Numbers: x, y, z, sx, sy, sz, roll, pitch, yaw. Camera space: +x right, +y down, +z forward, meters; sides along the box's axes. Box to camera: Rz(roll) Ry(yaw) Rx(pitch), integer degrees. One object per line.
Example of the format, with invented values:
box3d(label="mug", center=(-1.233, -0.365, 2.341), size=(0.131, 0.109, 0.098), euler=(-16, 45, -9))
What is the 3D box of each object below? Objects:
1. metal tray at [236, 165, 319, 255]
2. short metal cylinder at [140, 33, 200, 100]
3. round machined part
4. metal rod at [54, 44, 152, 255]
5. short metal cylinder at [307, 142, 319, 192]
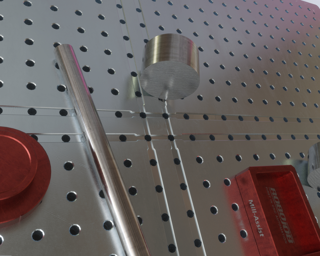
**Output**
box3d(label="metal tray", center=(0.165, 0.117, 0.421), size=(0.091, 0.030, 0.130), euler=(2, 61, -27))
box3d(label="short metal cylinder", center=(0.014, -0.083, 0.431), size=(0.081, 0.080, 0.050), euler=(16, 56, -19))
box3d(label="round machined part", center=(-0.153, 0.041, 0.290), size=(0.099, 0.042, 0.098), euler=(14, 56, -21))
box3d(label="metal rod", center=(-0.067, 0.029, 0.354), size=(0.025, 0.025, 0.299), euler=(-12, 68, -33))
box3d(label="short metal cylinder", center=(0.274, 0.062, 0.482), size=(0.080, 0.080, 0.050), euler=(29, 52, -10))
